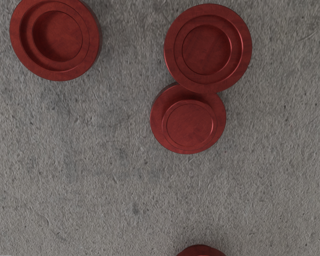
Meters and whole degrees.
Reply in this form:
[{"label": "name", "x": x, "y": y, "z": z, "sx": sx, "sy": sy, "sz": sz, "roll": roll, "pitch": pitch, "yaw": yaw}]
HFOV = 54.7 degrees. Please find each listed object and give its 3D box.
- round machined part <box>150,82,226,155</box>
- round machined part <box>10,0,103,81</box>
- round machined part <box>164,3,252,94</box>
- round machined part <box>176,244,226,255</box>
[{"label": "round machined part", "x": 0.036, "y": -0.010, "z": 0.397, "sx": 0.099, "sy": 0.042, "sz": 0.097, "roll": 0, "pitch": 110, "yaw": 0}, {"label": "round machined part", "x": -0.116, "y": -0.106, "z": 0.360, "sx": 0.099, "sy": 0.042, "sz": 0.097, "roll": 0, "pitch": 110, "yaw": 0}, {"label": "round machined part", "x": 0.053, "y": -0.091, "z": 0.363, "sx": 0.099, "sy": 0.042, "sz": 0.097, "roll": 0, "pitch": 102, "yaw": -2}, {"label": "round machined part", "x": 0.063, "y": 0.223, "z": 0.483, "sx": 0.099, "sy": 0.042, "sz": 0.097, "roll": 0, "pitch": 110, "yaw": 0}]
